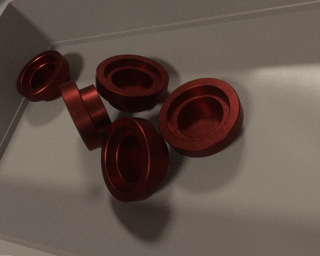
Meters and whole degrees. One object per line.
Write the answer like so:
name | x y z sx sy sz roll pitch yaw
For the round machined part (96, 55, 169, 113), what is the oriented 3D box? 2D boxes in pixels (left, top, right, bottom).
round machined part | -0.039 -0.058 0.430 0.099 0.042 0.098 6 43 -5

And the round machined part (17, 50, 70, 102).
round machined part | -0.201 -0.087 0.551 0.098 0.042 0.098 -13 56 20

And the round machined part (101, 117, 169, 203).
round machined part | -0.027 0.036 0.367 0.098 0.042 0.097 -4 85 49

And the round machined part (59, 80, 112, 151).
round machined part | -0.096 -0.021 0.424 0.042 0.098 0.098 -25 51 -10

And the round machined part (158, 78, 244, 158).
round machined part | 0.051 -0.009 0.373 0.098 0.042 0.098 -13 56 20
